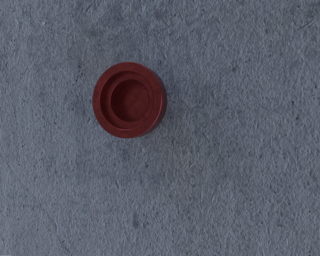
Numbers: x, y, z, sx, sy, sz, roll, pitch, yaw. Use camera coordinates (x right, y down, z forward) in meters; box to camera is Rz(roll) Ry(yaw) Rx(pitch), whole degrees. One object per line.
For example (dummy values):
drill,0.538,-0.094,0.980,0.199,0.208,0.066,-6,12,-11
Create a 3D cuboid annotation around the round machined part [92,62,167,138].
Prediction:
round machined part,-0.037,-0.036,0.413,0.098,0.042,0.097,0,90,20
